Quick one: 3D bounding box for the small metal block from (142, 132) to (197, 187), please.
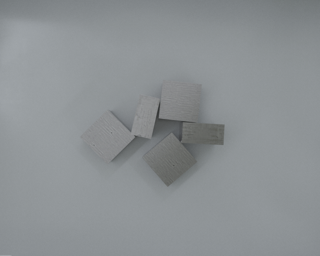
[{"bbox_3d":[0.013,0.041,0.409,0.050,0.025,0.050,-41,91,0],"label":"small metal block"}]

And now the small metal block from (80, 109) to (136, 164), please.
[{"bbox_3d":[-0.067,0.011,0.409,0.050,0.025,0.050,-45,91,0],"label":"small metal block"}]

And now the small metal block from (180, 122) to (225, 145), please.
[{"bbox_3d":[0.052,0.007,0.397,0.050,0.050,0.025,3,90,-1],"label":"small metal block"}]

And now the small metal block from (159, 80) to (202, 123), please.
[{"bbox_3d":[0.026,-0.034,0.410,0.050,0.025,0.050,6,90,-1],"label":"small metal block"}]

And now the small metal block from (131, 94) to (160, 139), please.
[{"bbox_3d":[-0.018,-0.014,0.396,0.025,0.050,0.050,13,90,0],"label":"small metal block"}]
